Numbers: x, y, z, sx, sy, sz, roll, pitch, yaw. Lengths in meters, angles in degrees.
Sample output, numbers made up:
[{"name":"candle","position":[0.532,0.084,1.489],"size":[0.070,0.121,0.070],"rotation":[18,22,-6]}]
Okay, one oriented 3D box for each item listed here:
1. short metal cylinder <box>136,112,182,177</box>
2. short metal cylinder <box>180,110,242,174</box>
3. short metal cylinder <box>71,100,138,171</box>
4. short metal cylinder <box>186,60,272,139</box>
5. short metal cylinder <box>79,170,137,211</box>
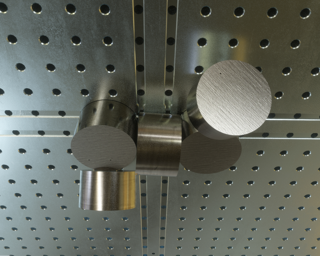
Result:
[{"name":"short metal cylinder","position":[-0.003,0.021,0.393],"size":[0.050,0.080,0.079],"rotation":[4,130,-4]},{"name":"short metal cylinder","position":[0.062,0.015,0.408],"size":[0.081,0.050,0.079],"rotation":[0,130,0]},{"name":"short metal cylinder","position":[-0.070,0.011,0.402],"size":[0.081,0.050,0.079],"rotation":[0,130,0]},{"name":"short metal cylinder","position":[0.074,-0.029,0.343],"size":[0.081,0.080,0.050],"rotation":[7,171,-6]},{"name":"short metal cylinder","position":[-0.073,0.085,0.440],"size":[0.081,0.050,0.080],"rotation":[1,174,0]}]
